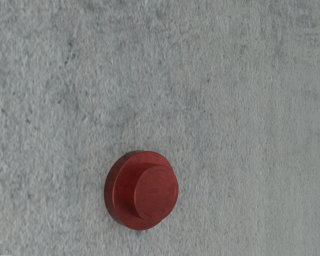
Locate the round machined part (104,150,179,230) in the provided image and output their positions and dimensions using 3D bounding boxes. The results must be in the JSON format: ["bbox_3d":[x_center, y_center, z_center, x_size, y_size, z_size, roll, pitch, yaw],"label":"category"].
[{"bbox_3d":[-0.015,0.077,0.383,0.099,0.042,0.097,0,90,-40],"label":"round machined part"}]
